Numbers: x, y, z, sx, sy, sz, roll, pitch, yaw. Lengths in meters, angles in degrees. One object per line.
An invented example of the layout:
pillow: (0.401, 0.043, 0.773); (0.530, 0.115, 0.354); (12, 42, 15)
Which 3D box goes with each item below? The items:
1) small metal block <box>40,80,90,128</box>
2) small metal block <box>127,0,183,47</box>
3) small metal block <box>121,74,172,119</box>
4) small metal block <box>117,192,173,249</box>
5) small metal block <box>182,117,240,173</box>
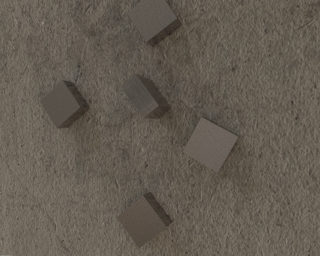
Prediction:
small metal block: (-0.141, -0.034, 0.459); (0.050, 0.025, 0.050); (-38, 78, 16)
small metal block: (-0.007, -0.145, 0.411); (0.050, 0.025, 0.050); (-34, 79, 16)
small metal block: (-0.016, -0.039, 0.401); (0.025, 0.050, 0.050); (-39, 78, 16)
small metal block: (-0.020, 0.123, 0.416); (0.050, 0.025, 0.050); (-42, 77, 15)
small metal block: (0.064, 0.020, 0.386); (0.050, 0.025, 0.050); (30, 100, 17)
